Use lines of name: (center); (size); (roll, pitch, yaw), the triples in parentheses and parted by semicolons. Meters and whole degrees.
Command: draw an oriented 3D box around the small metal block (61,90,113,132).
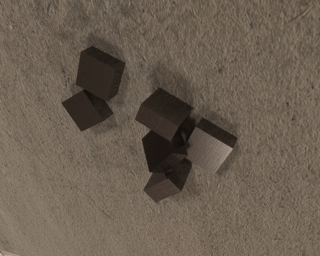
small metal block: (-0.104, -0.028, 0.442); (0.050, 0.025, 0.050); (-21, 107, 35)

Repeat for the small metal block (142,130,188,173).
small metal block: (0.005, 0.024, 0.400); (0.050, 0.025, 0.050); (-44, 49, 39)

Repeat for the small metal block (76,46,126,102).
small metal block: (-0.078, -0.070, 0.403); (0.050, 0.025, 0.050); (29, 128, 9)

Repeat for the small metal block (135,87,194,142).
small metal block: (0.006, -0.018, 0.375); (0.050, 0.050, 0.025); (32, 128, 7)

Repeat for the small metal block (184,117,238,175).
small metal block: (0.060, 0.023, 0.388); (0.050, 0.025, 0.050); (31, 128, 7)

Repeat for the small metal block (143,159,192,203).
small metal block: (0.011, 0.069, 0.425); (0.050, 0.050, 0.025); (-32, 106, 38)
